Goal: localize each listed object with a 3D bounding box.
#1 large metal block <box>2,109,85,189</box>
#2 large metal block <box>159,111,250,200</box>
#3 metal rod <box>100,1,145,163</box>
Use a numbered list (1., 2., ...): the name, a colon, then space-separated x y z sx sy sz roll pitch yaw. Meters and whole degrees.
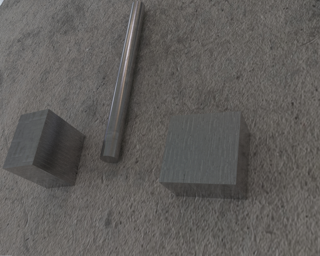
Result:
1. large metal block: -0.156 0.031 0.431 0.050 0.080 0.080 -9 58 23
2. large metal block: 0.052 0.031 0.342 0.080 0.050 0.080 -3 60 26
3. metal rod: -0.053 -0.088 0.485 0.025 0.025 0.299 -8 58 24
